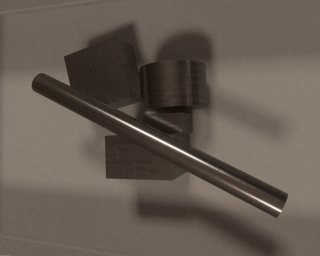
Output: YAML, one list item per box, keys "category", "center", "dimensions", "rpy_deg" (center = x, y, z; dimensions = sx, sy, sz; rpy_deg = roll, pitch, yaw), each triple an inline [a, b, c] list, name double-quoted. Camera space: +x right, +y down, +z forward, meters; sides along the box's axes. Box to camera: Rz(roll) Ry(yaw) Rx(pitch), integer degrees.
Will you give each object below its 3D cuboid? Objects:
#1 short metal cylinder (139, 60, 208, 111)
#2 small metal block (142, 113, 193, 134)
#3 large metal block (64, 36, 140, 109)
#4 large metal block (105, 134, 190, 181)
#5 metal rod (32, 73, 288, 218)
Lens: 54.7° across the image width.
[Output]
- category: "short metal cylinder"
  center: [0.016, -0.048, 0.375]
  dimensions: [0.080, 0.080, 0.050]
  rpy_deg: [-4, 89, 19]
- category: "small metal block"
  center: [0.011, -0.005, 0.393]
  dimensions: [0.050, 0.050, 0.025]
  rpy_deg: [-1, 90, 19]
- category: "large metal block"
  center: [-0.074, -0.067, 0.422]
  dimensions: [0.080, 0.050, 0.080]
  rpy_deg: [-15, 85, 19]
- category: "large metal block"
  center: [-0.012, 0.033, 0.385]
  dimensions: [0.080, 0.080, 0.050]
  rpy_deg: [-2, 90, 19]
- category: "metal rod"
  center: [-0.016, 0.008, 0.330]
  dimensions: [0.301, 0.025, 0.025]
  rpy_deg: [26, 99, 17]
